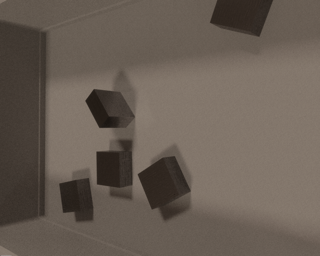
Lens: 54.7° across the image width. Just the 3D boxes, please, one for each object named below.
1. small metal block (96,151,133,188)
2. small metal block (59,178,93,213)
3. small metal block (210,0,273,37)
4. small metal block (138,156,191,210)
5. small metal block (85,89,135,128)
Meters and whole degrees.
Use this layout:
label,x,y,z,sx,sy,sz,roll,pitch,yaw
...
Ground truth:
label,x,y,z,sx,sy,sz,roll,pitch,yaw
small metal block,-0.068,0.060,0.461,0.050,0.025,0.050,-2,89,39
small metal block,-0.141,0.114,0.520,0.050,0.025,0.050,-17,79,38
small metal block,0.089,-0.130,0.333,0.050,0.025,0.050,28,107,36
small metal block,0.005,0.071,0.401,0.050,0.025,0.050,-37,68,33
small metal block,-0.072,-0.027,0.447,0.025,0.050,0.050,-46,63,30
